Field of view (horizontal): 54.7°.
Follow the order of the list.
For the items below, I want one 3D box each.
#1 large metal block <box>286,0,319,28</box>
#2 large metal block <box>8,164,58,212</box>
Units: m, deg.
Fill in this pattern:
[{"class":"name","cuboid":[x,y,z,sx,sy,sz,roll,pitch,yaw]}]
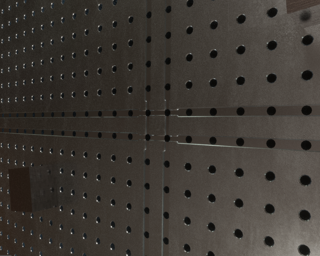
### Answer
[{"class":"large metal block","cuboid":[0.155,-0.142,0.265,0.080,0.050,0.080,-6,87,39]},{"class":"large metal block","cuboid":[-0.242,0.114,0.589,0.080,0.050,0.080,-10,83,39]}]
